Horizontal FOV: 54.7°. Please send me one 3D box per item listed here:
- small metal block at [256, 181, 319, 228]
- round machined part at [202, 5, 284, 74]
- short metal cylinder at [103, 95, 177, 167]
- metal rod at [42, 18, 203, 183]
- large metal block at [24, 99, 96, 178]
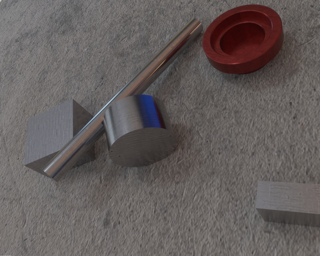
[{"bbox_3d":[0.119,0.070,0.283,0.050,0.050,0.025,-1,61,27],"label":"small metal block"},{"bbox_3d":[0.109,-0.109,0.402,0.098,0.042,0.098,-13,56,20],"label":"round machined part"},{"bbox_3d":[-0.025,0.005,0.377,0.080,0.080,0.050,-26,53,12],"label":"short metal cylinder"},{"bbox_3d":[-0.039,-0.049,0.422,0.025,0.025,0.301,27,67,37],"label":"metal rod"},{"bbox_3d":[-0.144,0.016,0.452,0.080,0.050,0.080,-22,54,14],"label":"large metal block"}]
